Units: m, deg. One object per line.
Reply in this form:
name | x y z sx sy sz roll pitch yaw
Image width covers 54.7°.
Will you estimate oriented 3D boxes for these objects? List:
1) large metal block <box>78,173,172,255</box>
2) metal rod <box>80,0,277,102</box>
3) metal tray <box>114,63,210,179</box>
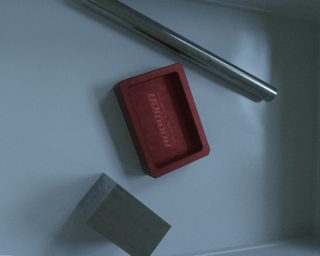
large metal block | -0.045 0.102 0.366 0.080 0.080 0.050 42 77 -16
metal rod | 0.039 -0.107 0.425 0.302 0.025 0.025 23 82 -19
metal tray | 0.004 -0.010 0.410 0.091 0.030 0.129 -22 98 -19
